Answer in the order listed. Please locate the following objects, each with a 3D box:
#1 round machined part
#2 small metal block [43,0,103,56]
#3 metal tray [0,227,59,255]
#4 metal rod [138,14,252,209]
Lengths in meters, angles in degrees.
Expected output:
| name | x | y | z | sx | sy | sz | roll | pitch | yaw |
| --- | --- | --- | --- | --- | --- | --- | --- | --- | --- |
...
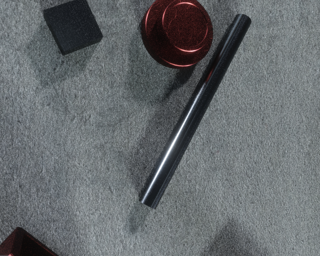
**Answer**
| name | x | y | z | sx | sy | sz | roll | pitch | yaw |
| --- | --- | --- | --- | --- | --- | --- | --- | --- | --- |
| round machined part | 0.028 | -0.131 | 0.411 | 0.099 | 0.042 | 0.097 | 0 | 90 | -21 |
| small metal block | -0.104 | -0.121 | 0.371 | 0.050 | 0.025 | 0.050 | -28 | 99 | -18 |
| metal tray | -0.115 | 0.169 | 0.332 | 0.130 | 0.090 | 0.030 | 45 | 76 | -15 |
| metal rod | 0.053 | -0.030 | 0.429 | 0.025 | 0.025 | 0.299 | 32 | 80 | -18 |
